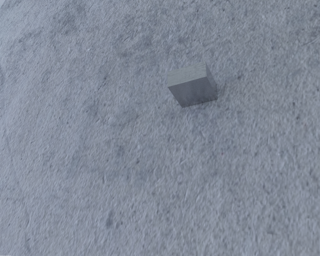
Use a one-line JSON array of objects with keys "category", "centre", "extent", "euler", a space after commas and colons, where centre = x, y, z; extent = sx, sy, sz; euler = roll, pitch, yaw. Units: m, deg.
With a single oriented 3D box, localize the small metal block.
[{"category": "small metal block", "centre": [0.043, -0.055, 0.400], "extent": [0.050, 0.050, 0.025], "euler": [-13, 57, 21]}]
